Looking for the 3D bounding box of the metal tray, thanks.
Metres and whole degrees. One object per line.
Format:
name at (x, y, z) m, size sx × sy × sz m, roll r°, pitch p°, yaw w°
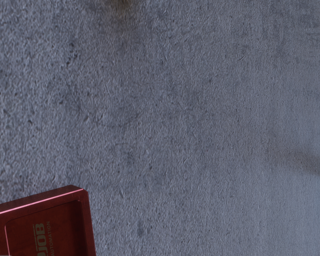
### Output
metal tray at (-0.112, 0.131, 0.307) m, size 0.091 × 0.030 × 0.129 m, roll -10°, pitch 97°, yaw -40°
